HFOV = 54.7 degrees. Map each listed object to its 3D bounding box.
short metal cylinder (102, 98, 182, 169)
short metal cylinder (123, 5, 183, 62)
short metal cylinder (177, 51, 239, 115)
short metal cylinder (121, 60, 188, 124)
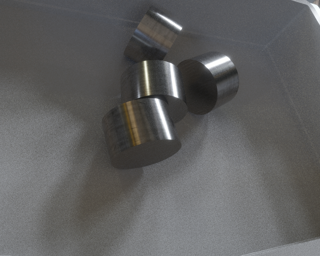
[{"bbox_3d":[-0.021,0.008,0.354,0.081,0.080,0.050,-4,64,-30],"label":"short metal cylinder"},{"bbox_3d":[-0.010,-0.125,0.441,0.050,0.080,0.080,31,52,-9],"label":"short metal cylinder"},{"bbox_3d":[0.065,-0.065,0.444,0.050,0.080,0.080,-27,77,-37],"label":"short metal cylinder"},{"bbox_3d":[-0.009,-0.040,0.390,0.081,0.080,0.050,8,59,-24],"label":"short metal cylinder"}]
